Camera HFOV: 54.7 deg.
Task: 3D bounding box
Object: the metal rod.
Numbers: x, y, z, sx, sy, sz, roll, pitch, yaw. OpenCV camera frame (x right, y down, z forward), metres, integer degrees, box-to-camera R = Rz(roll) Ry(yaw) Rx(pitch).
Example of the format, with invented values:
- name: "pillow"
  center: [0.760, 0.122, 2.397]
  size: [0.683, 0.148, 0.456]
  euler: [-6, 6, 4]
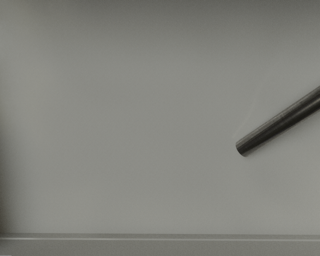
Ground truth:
- name: "metal rod"
  center: [0.198, -0.049, 0.331]
  size: [0.025, 0.025, 0.299]
  euler: [36, 131, -13]
